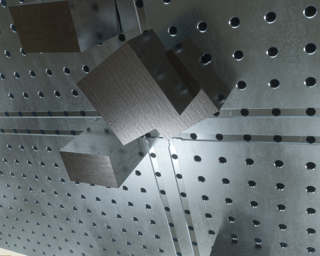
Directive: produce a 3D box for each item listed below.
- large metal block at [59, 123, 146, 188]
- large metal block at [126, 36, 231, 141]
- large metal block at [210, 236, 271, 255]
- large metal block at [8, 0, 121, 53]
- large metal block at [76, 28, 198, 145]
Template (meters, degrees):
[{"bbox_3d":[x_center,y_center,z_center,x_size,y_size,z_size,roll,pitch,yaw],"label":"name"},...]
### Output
[{"bbox_3d":[-0.077,0.035,0.436,0.080,0.080,0.050,3,120,26],"label":"large metal block"},{"bbox_3d":[0.020,-0.043,0.357,0.080,0.050,0.080,-32,101,38],"label":"large metal block"},{"bbox_3d":[0.113,0.211,0.446,0.080,0.080,0.050,3,120,26],"label":"large metal block"},{"bbox_3d":[-0.104,-0.122,0.353,0.080,0.080,0.050,6,121,25],"label":"large metal block"},{"bbox_3d":[-0.023,-0.040,0.317,0.080,0.050,0.080,-28,103,37],"label":"large metal block"}]
